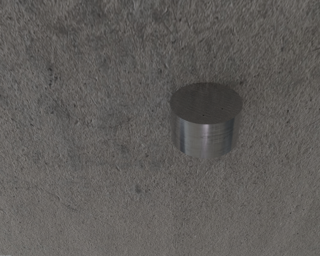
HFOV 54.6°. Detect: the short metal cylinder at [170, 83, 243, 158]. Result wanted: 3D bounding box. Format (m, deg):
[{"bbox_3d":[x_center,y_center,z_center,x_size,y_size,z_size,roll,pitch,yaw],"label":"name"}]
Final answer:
[{"bbox_3d":[0.053,-0.011,0.362,0.080,0.080,0.050,-3,130,2],"label":"short metal cylinder"}]
